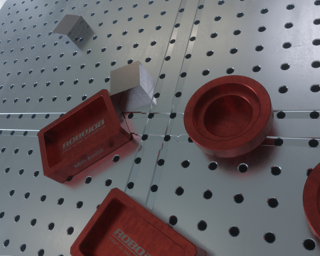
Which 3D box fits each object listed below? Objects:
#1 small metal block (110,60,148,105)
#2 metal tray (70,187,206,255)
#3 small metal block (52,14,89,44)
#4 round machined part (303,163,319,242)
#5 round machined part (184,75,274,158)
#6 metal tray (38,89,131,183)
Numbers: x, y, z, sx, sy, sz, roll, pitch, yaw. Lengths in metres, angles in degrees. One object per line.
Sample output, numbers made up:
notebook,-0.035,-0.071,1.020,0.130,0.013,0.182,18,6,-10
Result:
small metal block,-0.048,-0.070,0.476,0.050,0.025,0.050,-17,55,17
metal tray,-0.028,0.135,0.336,0.130,0.030,0.090,26,76,37
small metal block,-0.181,-0.201,0.627,0.050,0.025,0.050,21,73,35
round machined part,0.176,0.069,0.262,0.098,0.042,0.098,-13,56,21
round machined part,0.081,-0.010,0.361,0.098,0.042,0.098,-13,56,21
metal tray,-0.115,0.011,0.459,0.130,0.030,0.090,-32,52,7
